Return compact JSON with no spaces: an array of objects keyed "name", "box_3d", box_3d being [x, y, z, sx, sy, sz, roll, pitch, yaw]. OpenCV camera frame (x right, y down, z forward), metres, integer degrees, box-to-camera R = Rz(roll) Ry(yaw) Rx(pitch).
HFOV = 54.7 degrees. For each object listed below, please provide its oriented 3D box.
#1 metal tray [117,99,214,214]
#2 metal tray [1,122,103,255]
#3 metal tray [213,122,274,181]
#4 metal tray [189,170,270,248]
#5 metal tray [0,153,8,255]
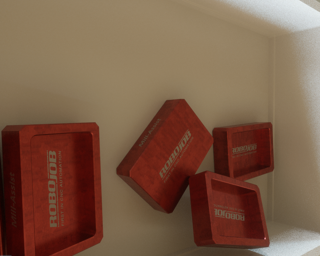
[{"name":"metal tray","box_3d":[0.013,0.035,0.416,0.090,0.030,0.130,50,60,-29]},{"name":"metal tray","box_3d":[-0.101,0.060,0.305,0.091,0.030,0.129,-4,92,-55]},{"name":"metal tray","box_3d":[0.146,0.039,0.528,0.131,0.030,0.089,-6,94,-40]},{"name":"metal tray","box_3d":[0.097,0.116,0.427,0.131,0.030,0.090,21,55,-39]},{"name":"metal tray","box_3d":[-0.158,0.072,0.235,0.030,0.090,0.129,-3,93,3]}]
